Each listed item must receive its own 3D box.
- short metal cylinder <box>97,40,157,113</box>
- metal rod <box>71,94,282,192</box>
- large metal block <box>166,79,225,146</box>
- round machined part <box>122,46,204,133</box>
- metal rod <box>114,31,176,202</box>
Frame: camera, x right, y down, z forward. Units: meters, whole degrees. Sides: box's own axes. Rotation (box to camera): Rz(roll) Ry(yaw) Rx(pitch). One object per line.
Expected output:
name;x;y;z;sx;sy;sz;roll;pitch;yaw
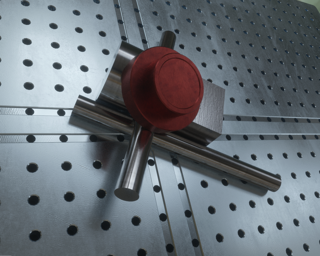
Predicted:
short metal cylinder;-0.041;-0.063;0.389;0.050;0.080;0.080;23;53;-15
metal rod;0.033;0.026;0.411;0.302;0.025;0.025;22;53;-15
large metal block;0.040;-0.027;0.427;0.080;0.050;0.080;23;53;-15
round machined part;0.010;-0.045;0.347;0.099;0.042;0.097;7;78;-34
metal rod;-0.009;-0.042;0.405;0.025;0.025;0.300;25;45;-13
